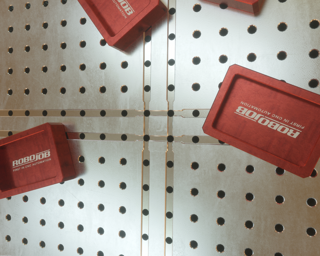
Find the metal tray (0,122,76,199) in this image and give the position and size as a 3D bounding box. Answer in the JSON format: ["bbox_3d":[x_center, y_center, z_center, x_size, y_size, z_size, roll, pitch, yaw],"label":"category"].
[{"bbox_3d":[-0.202,0.051,0.482,0.130,0.030,0.090,-17,84,19],"label":"metal tray"}]

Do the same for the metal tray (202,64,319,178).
[{"bbox_3d":[0.127,-0.010,0.364,0.130,0.030,0.090,25,98,18],"label":"metal tray"}]

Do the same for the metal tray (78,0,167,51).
[{"bbox_3d":[-0.063,-0.186,0.432,0.090,0.030,0.130,-38,78,16],"label":"metal tray"}]

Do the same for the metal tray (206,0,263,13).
[{"bbox_3d":[0.099,-0.217,0.374,0.090,0.030,0.129,23,98,18],"label":"metal tray"}]
